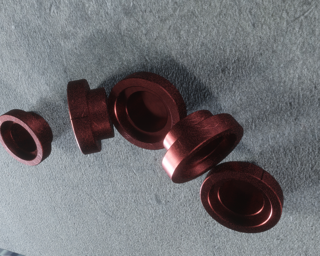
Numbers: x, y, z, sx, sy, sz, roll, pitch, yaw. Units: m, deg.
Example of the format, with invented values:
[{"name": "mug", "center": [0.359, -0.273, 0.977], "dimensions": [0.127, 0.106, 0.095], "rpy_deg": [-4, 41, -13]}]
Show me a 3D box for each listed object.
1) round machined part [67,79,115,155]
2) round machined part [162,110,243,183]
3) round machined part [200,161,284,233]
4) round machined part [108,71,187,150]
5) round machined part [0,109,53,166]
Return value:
[{"name": "round machined part", "center": [-0.087, -0.017, 0.407], "dimensions": [0.042, 0.098, 0.097], "rpy_deg": [-11, 118, -5]}, {"name": "round machined part", "center": [0.043, 0.017, 0.355], "dimensions": [0.042, 0.099, 0.097], "rpy_deg": [54, 134, 26]}, {"name": "round machined part", "center": [0.104, 0.082, 0.391], "dimensions": [0.098, 0.042, 0.097], "rpy_deg": [13, 124, 21]}, {"name": "round machined part", "center": [-0.012, -0.025, 0.387], "dimensions": [0.098, 0.042, 0.097], "rpy_deg": [13, 124, 20]}, {"name": "round machined part", "center": [-0.221, 0.012, 0.520], "dimensions": [0.098, 0.042, 0.097], "rpy_deg": [13, 124, 21]}]
